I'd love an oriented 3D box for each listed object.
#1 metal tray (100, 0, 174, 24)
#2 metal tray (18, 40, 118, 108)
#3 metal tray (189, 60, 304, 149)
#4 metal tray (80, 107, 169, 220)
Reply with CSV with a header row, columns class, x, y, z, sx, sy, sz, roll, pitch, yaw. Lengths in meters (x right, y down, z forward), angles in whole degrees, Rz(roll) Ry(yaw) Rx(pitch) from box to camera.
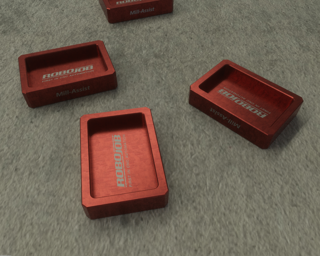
class,x,y,z,sx,sy,sz,roll,pitch,yaw
metal tray,-0.049,-0.253,0.612,0.131,0.030,0.090,-15,52,-13
metal tray,-0.139,-0.085,0.469,0.131,0.030,0.090,-15,52,-13
metal tray,0.117,-0.038,0.433,0.130,0.030,0.090,35,58,25
metal tray,-0.046,0.036,0.369,0.091,0.030,0.130,-8,51,-7
